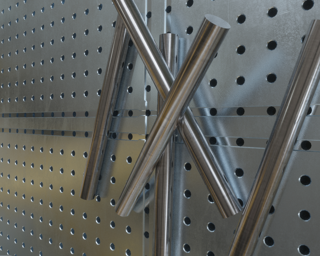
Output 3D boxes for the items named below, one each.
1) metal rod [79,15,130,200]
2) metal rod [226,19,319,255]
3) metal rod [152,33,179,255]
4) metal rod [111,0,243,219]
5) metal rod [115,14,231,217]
[{"bbox_3d":[-0.082,-0.030,0.474,0.025,0.025,0.298,23,104,37],"label":"metal rod"},{"bbox_3d":[0.112,0.045,0.315,0.025,0.025,0.298,25,105,37],"label":"metal rod"},{"bbox_3d":[0.007,0.031,0.401,0.025,0.025,0.298,3,92,39],"label":"metal rod"},{"bbox_3d":[0.015,-0.037,0.369,0.025,0.025,0.299,-33,78,35],"label":"metal rod"},{"bbox_3d":[-0.001,0.012,0.363,0.025,0.025,0.298,50,133,28],"label":"metal rod"}]
